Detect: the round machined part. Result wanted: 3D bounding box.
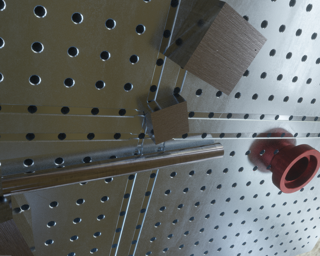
[{"bbox_3d":[0.248,0.071,0.580,0.099,0.042,0.097,-14,124,-21],"label":"round machined part"}]

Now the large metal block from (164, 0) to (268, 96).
[{"bbox_3d":[0.066,-0.097,0.371,0.080,0.050,0.080,23,106,-37],"label":"large metal block"}]

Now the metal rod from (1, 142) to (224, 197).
[{"bbox_3d":[-0.044,0.051,0.418,0.303,0.025,0.025,-7,121,-25],"label":"metal rod"}]

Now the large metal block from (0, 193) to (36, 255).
[{"bbox_3d":[-0.203,0.132,0.366,0.081,0.050,0.079,-19,126,-17],"label":"large metal block"}]

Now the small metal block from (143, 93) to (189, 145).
[{"bbox_3d":[0.009,-0.012,0.409,0.050,0.025,0.050,-20,126,-17],"label":"small metal block"}]
